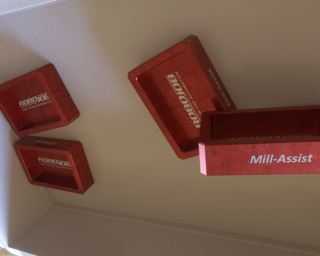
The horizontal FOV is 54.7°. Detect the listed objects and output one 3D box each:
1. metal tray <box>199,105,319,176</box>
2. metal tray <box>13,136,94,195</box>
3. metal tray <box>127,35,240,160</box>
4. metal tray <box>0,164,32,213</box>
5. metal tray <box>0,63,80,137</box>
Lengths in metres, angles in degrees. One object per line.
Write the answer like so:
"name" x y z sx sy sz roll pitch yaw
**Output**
"metal tray" 0.104 0.009 0.292 0.131 0.090 0.030 -3 111 10
"metal tray" -0.186 0.063 0.542 0.130 0.030 0.089 4 121 26
"metal tray" 0.032 -0.031 0.369 0.090 0.030 0.130 -22 107 36
"metal tray" -0.343 0.120 0.663 0.130 0.030 0.089 17 125 18
"metal tray" -0.198 -0.039 0.485 0.130 0.030 0.090 -11 113 32
